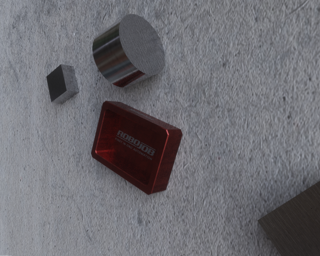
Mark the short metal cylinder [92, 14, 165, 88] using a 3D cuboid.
[{"bbox_3d":[-0.039,-0.098,0.402,0.050,0.081,0.080,-17,79,39],"label":"short metal cylinder"}]

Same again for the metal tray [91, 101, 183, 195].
[{"bbox_3d":[-0.038,0.023,0.432,0.130,0.030,0.089,25,106,37],"label":"metal tray"}]

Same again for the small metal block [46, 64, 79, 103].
[{"bbox_3d":[-0.172,-0.077,0.547,0.050,0.025,0.050,-25,74,37],"label":"small metal block"}]

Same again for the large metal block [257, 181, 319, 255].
[{"bbox_3d":[0.148,0.090,0.266,0.080,0.050,0.080,-47,62,30],"label":"large metal block"}]
